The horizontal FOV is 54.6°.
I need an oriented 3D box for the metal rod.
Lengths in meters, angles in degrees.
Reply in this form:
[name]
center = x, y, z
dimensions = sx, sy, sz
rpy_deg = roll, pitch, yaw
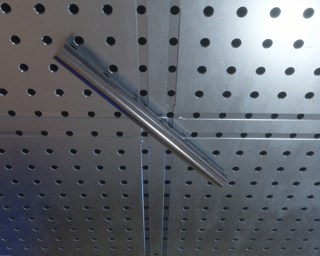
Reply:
[metal rod]
center = -0.007, -0.002, 0.410
dimensions = 0.025, 0.025, 0.301
rpy_deg = -35, 122, 26
